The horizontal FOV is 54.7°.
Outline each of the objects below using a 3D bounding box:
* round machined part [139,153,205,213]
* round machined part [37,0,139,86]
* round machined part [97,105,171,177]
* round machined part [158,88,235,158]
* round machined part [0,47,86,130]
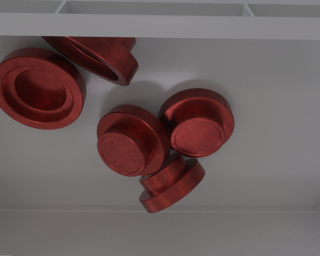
[{"bbox_3d":[0.011,0.070,0.429,0.098,0.098,0.042,-33,94,25],"label":"round machined part"},{"bbox_3d":[-0.063,-0.084,0.302,0.098,0.098,0.042,32,83,-25],"label":"round machined part"},{"bbox_3d":[-0.040,0.023,0.392,0.098,0.042,0.097,15,127,21],"label":"round machined part"},{"bbox_3d":[0.047,0.001,0.399,0.099,0.042,0.097,0,130,0],"label":"round machined part"},{"bbox_3d":[-0.134,-0.048,0.356,0.099,0.042,0.097,0,130,0],"label":"round machined part"}]
